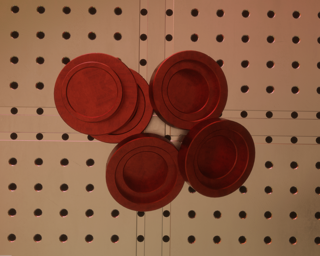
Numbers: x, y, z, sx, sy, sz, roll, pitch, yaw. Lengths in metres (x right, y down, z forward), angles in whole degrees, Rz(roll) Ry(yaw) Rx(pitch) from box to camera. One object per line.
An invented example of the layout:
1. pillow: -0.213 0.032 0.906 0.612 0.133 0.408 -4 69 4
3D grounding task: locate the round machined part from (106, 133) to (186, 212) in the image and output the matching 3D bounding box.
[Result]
1. round machined part: -0.020 0.053 0.396 0.099 0.042 0.097 -3 105 -10

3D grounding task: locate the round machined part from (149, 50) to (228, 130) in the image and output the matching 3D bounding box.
1. round machined part: 0.033 -0.046 0.396 0.099 0.042 0.097 0 91 -17

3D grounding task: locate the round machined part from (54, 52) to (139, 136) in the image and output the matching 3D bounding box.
1. round machined part: -0.075 -0.040 0.361 0.099 0.042 0.097 0 90 -1

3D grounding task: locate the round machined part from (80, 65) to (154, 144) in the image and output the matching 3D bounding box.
1. round machined part: -0.057 -0.030 0.403 0.099 0.042 0.097 0 90 -1

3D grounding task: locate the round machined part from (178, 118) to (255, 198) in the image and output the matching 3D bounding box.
1. round machined part: 0.068 0.035 0.394 0.099 0.042 0.097 -4 102 -21
